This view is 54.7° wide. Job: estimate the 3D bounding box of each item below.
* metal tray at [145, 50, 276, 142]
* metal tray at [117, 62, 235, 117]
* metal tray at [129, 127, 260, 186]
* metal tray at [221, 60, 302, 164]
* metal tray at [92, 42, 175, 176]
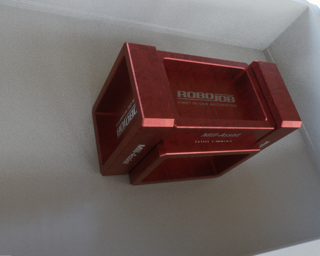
[{"bbox_3d":[0.053,-0.032,0.332,0.131,0.030,0.090,1,61,-28],"label":"metal tray"},{"bbox_3d":[0.018,-0.046,0.398,0.131,0.090,0.030,0,63,-28],"label":"metal tray"},{"bbox_3d":[0.037,0.033,0.360,0.131,0.090,0.030,0,61,-28],"label":"metal tray"},{"bbox_3d":[0.108,-0.013,0.401,0.030,0.129,0.090,1,62,-28],"label":"metal tray"},{"bbox_3d":[-0.036,-0.013,0.325,0.030,0.129,0.090,1,62,-28],"label":"metal tray"}]
